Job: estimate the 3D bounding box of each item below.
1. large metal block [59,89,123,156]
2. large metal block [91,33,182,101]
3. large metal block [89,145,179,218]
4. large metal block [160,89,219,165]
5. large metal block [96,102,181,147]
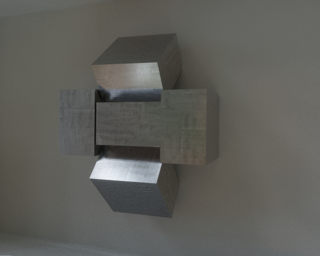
[{"bbox_3d":[-0.087,-0.007,0.411,0.050,0.080,0.080,1,90,20],"label":"large metal block"},{"bbox_3d":[-0.024,-0.075,0.382,0.080,0.080,0.050,2,128,20],"label":"large metal block"},{"bbox_3d":[-0.027,0.066,0.382,0.080,0.080,0.050,1,49,19],"label":"large metal block"},{"bbox_3d":[0.038,-0.002,0.367,0.050,0.080,0.080,1,90,20],"label":"large metal block"},{"bbox_3d":[-0.023,-0.005,0.388,0.080,0.080,0.050,1,91,20],"label":"large metal block"}]
